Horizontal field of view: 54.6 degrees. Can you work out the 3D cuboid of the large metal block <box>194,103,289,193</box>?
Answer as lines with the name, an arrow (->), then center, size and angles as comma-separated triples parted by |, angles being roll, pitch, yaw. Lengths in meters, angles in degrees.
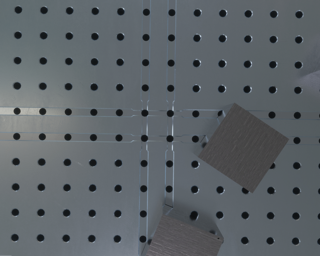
large metal block -> 0.102, 0.024, 0.402 | 0.080, 0.050, 0.080 | 34, 90, 0

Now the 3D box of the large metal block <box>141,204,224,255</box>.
large metal block -> 0.026, 0.156, 0.401 | 0.080, 0.050, 0.080 | 22, 90, 0

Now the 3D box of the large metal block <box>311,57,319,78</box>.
large metal block -> 0.262, -0.092, 0.402 | 0.080, 0.050, 0.080 | 28, 90, 0
